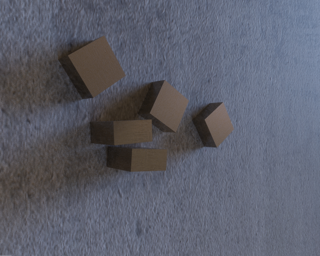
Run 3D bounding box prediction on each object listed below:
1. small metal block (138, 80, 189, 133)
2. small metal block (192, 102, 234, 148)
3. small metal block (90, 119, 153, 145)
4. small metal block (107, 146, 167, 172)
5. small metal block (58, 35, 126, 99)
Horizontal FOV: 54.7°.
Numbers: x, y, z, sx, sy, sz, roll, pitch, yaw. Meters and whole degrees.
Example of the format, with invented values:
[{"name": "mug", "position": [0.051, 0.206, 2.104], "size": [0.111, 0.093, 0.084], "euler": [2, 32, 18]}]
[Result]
[{"name": "small metal block", "position": [0.006, -0.028, 0.411], "size": [0.050, 0.025, 0.050], "euler": [36, 68, -34]}, {"name": "small metal block", "position": [0.083, -0.005, 0.477], "size": [0.050, 0.025, 0.050], "euler": [-41, 115, -33]}, {"name": "small metal block", "position": [-0.044, 0.004, 0.353], "size": [0.050, 0.050, 0.025], "euler": [-4, 93, -40]}, {"name": "small metal block", "position": [-0.028, 0.036, 0.367], "size": [0.050, 0.050, 0.025], "euler": [5, 87, -40]}, {"name": "small metal block", "position": [-0.074, -0.067, 0.344], "size": [0.050, 0.025, 0.050], "euler": [-42, 116, -32]}]
